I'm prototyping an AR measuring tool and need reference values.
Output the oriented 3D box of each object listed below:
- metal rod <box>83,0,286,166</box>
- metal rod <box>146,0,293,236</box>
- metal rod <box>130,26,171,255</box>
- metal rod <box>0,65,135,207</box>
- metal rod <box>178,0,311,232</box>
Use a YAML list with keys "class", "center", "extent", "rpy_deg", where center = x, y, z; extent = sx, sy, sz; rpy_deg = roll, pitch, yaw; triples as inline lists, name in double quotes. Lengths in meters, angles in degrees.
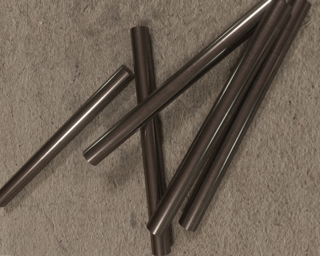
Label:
- class: "metal rod"
  center: [0.024, -0.056, 0.380]
  extent: [0.300, 0.025, 0.025]
  rpy_deg: [-40, 78, 8]
- class: "metal rod"
  center: [0.064, -0.004, 0.361]
  extent: [0.025, 0.025, 0.299]
  rpy_deg: [31, 99, 17]
- class: "metal rod"
  center: [-0.013, 0.015, 0.412]
  extent: [0.025, 0.025, 0.298]
  rpy_deg: [-6, 88, 19]
- class: "metal rod"
  center: [-0.150, 0.020, 0.460]
  extent: [0.299, 0.025, 0.025]
  rpy_deg: [-42, 77, 14]
- class: "metal rod"
  center: [0.097, -0.009, 0.374]
  extent: [0.025, 0.025, 0.298]
  rpy_deg: [28, 99, 17]
